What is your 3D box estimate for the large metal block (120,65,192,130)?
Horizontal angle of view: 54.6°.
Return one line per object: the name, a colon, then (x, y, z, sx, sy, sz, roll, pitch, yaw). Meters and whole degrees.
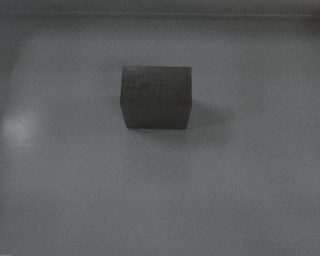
large metal block: (-0.004, -0.035, 0.391, 0.080, 0.080, 0.050, 1, 70, 0)
